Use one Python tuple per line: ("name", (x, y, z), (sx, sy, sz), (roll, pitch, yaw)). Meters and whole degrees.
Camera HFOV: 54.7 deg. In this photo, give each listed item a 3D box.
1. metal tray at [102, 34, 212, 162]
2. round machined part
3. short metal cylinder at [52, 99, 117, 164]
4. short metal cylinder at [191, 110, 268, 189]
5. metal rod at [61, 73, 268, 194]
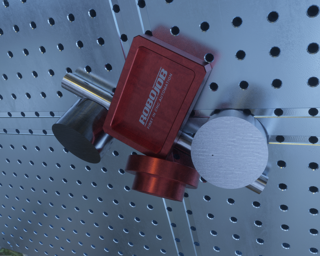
("metal tray", (-0.007, -0.034, 0.372), (0.090, 0.030, 0.129), (28, 115, 10))
("round machined part", (0.001, 0.069, 0.407), (0.098, 0.042, 0.098), (13, 166, 4))
("short metal cylinder", (-0.103, 0.005, 0.437), (0.080, 0.050, 0.080), (23, 146, 17))
("short metal cylinder", (0.080, 0.022, 0.351), (0.080, 0.050, 0.079), (4, 102, 16))
("metal rod", (-0.001, 0.002, 0.413), (0.301, 0.025, 0.025), (28, 128, 10))
